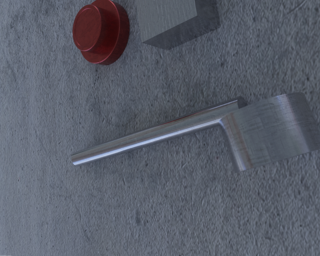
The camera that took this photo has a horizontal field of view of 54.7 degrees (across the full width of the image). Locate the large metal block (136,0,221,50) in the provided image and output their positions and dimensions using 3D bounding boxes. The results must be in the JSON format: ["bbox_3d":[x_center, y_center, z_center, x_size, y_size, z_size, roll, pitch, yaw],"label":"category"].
[{"bbox_3d":[0.019,-0.149,0.372,0.080,0.050,0.080,-14,81,39],"label":"large metal block"}]

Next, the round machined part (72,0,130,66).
[{"bbox_3d":[-0.095,-0.147,0.470,0.098,0.042,0.097,0,90,39],"label":"round machined part"}]

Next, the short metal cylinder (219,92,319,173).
[{"bbox_3d":[0.101,0.006,0.285,0.080,0.081,0.050,-25,75,37],"label":"short metal cylinder"}]

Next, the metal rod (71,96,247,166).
[{"bbox_3d":[-0.024,0.015,0.422,0.300,0.025,0.025,-18,79,38],"label":"metal rod"}]
